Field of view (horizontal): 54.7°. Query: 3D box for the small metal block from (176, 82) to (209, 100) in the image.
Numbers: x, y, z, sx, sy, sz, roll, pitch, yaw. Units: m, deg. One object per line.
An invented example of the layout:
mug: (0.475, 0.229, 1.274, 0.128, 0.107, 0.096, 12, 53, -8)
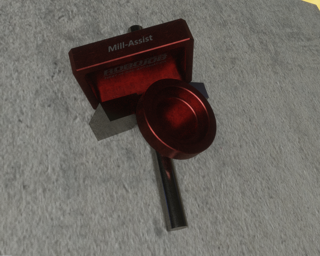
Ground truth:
small metal block: (0.031, -0.040, 0.432, 0.050, 0.050, 0.025, -2, 63, -29)

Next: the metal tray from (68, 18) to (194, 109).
metal tray: (-0.028, -0.070, 0.363, 0.131, 0.090, 0.030, -17, 67, -4)

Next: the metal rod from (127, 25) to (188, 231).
metal rod: (-0.009, -0.018, 0.413, 0.025, 0.025, 0.299, 2, 61, -28)

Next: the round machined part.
round machined part: (0.016, -0.007, 0.373, 0.099, 0.042, 0.098, 14, 59, -24)

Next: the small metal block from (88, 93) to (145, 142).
small metal block: (-0.051, -0.013, 0.370, 0.050, 0.050, 0.025, -21, 73, -36)
